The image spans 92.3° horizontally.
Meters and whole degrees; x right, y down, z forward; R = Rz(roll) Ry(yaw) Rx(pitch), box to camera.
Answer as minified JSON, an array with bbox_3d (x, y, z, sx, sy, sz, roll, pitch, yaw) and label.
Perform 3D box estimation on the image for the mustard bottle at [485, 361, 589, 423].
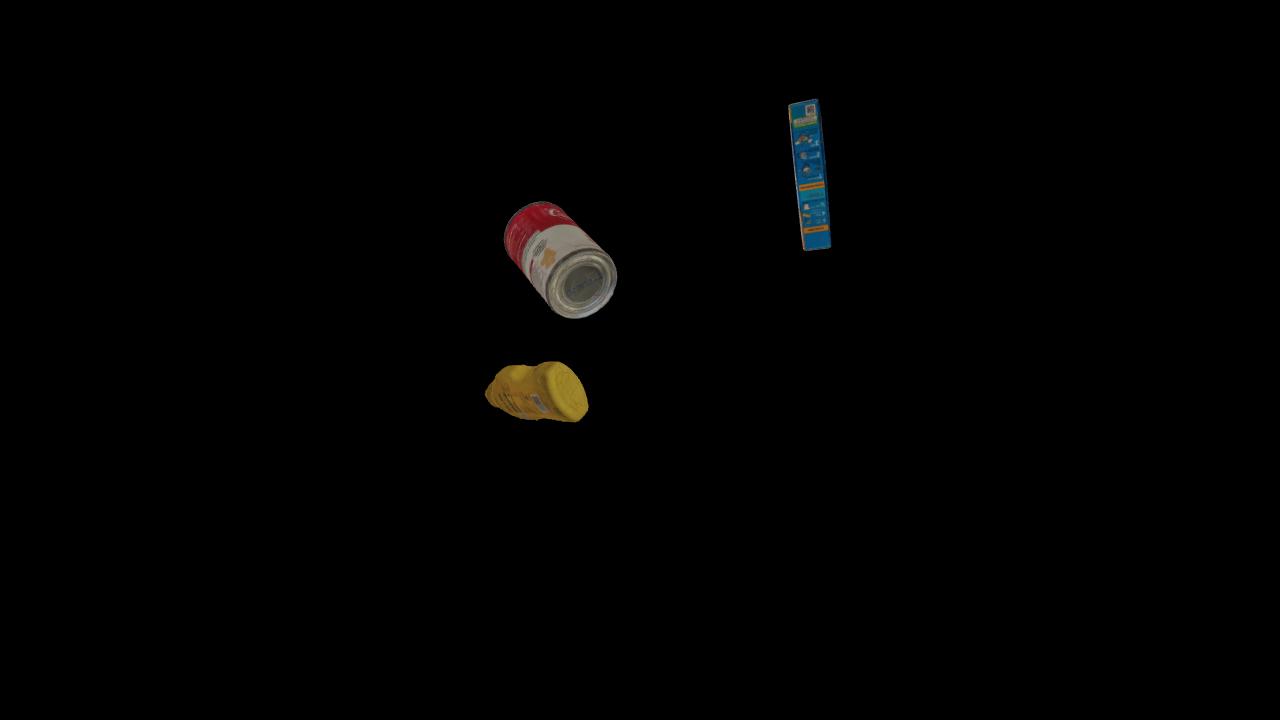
[{"bbox_3d":[-0.162,0.047,0.877,0.184,0.092,0.054,-4,41,41],"label":"mustard bottle"}]

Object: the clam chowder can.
[{"bbox_3d":[-0.072,-0.089,0.546,0.068,0.068,0.102,0,34,-36],"label":"clam chowder can"}]

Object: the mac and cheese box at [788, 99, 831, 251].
[{"bbox_3d":[0.226,-0.246,0.815,0.041,0.184,0.093,-5,21,16],"label":"mac and cheese box"}]
